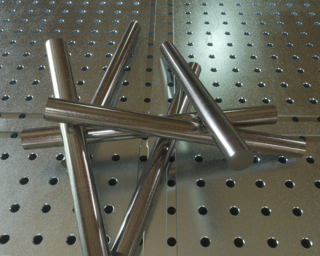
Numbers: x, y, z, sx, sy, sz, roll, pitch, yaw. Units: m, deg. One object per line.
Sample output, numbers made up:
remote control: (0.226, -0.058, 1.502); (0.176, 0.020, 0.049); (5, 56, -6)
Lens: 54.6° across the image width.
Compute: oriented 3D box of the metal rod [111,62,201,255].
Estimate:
metal rod: (0.008, 0.016, 0.394); (0.025, 0.025, 0.300); (14, 51, 11)

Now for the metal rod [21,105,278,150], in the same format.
metal rod: (-0.008, -0.002, 0.375); (0.302, 0.025, 0.025); (-6, 50, -5)

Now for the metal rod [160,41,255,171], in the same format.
metal rod: (0.043, -0.052, 0.400); (0.025, 0.025, 0.300); (-9, 35, -8)

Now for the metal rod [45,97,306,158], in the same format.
metal rod: (0.030, 0.003, 0.352); (0.302, 0.025, 0.025); (9, 49, -14)

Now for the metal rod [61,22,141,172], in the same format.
metal rod: (-0.076, -0.068, 0.464); (0.025, 0.025, 0.300); (9, 50, 7)

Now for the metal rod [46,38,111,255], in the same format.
metal rod: (-0.088, 0.029, 0.330); (0.025, 0.025, 0.299); (-13, 68, -11)
